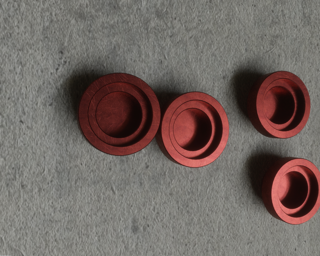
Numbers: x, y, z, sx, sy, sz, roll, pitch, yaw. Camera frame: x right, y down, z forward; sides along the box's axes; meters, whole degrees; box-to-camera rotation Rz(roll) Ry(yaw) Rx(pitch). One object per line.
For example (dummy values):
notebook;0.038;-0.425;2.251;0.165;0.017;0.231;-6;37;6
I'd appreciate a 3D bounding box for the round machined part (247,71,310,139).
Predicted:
round machined part;0.171;-0.033;0.463;0.099;0.042;0.097;0;90;-20

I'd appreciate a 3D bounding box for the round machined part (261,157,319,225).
round machined part;0.195;0.093;0.472;0.099;0.042;0.097;0;90;-20

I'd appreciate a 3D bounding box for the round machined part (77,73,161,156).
round machined part;-0.052;-0.016;0.381;0.099;0.042;0.097;0;90;-20

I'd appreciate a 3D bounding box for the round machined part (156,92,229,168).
round machined part;0.039;0.002;0.413;0.099;0.042;0.097;0;91;-22
